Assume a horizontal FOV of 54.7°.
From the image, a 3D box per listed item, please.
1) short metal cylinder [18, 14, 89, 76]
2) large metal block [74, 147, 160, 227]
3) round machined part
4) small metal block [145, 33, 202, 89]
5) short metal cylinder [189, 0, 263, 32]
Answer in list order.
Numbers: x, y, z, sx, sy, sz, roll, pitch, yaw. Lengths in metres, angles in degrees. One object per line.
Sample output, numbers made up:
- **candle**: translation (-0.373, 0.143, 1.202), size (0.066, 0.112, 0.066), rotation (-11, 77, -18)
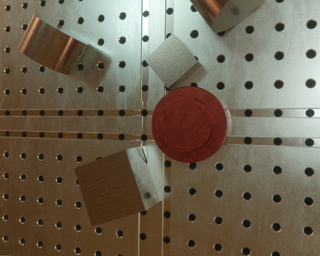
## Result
- **short metal cylinder**: translation (-0.148, -0.116, 0.434), size (0.080, 0.080, 0.050), rotation (34, 101, 16)
- **large metal block**: translation (-0.057, 0.077, 0.418), size (0.080, 0.050, 0.080), rotation (-21, 83, 18)
- **round machined part**: translation (0.035, -0.004, 0.391), size (0.098, 0.042, 0.097), rotation (0, 90, 20)
- **small metal block**: translation (0.017, -0.086, 0.406), size (0.050, 0.025, 0.050), rotation (-41, 78, 15)
- **short metal cylinder**: translation (0.078, -0.157, 0.355), size (0.080, 0.080, 0.050), rotation (-36, 79, 16)
